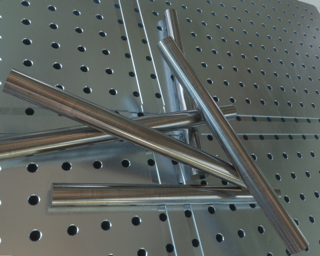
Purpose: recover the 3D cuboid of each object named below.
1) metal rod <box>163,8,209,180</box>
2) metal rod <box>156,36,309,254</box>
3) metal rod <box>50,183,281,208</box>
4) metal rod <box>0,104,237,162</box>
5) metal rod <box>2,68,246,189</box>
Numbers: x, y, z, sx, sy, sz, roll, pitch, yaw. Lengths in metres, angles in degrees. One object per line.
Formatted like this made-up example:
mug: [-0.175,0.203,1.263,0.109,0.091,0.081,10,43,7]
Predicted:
metal rod: [0.035,-0.068,0.469,0.025,0.025,0.299,7,58,-25]
metal rod: [0.083,0.012,0.383,0.025,0.025,0.299,-24,77,-37]
metal rod: [0.027,0.081,0.374,0.302,0.025,0.025,6,59,-26]
metal rod: [-0.035,0.001,0.370,0.303,0.025,0.025,-9,67,-26]
metal rod: [-0.016,0.011,0.349,0.302,0.025,0.025,24,53,-21]
